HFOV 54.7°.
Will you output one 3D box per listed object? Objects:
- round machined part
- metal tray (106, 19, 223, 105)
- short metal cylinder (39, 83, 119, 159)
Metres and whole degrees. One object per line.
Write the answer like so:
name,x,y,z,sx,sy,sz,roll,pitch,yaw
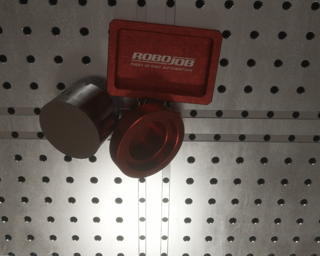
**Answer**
round machined part,-0.020,0.012,0.392,0.099,0.042,0.097,-22,130,-28
metal tray,0.004,-0.081,0.381,0.131,0.030,0.089,5,110,-3
short metal cylinder,-0.098,-0.009,0.380,0.080,0.050,0.079,11,125,16
